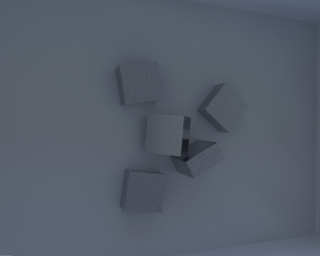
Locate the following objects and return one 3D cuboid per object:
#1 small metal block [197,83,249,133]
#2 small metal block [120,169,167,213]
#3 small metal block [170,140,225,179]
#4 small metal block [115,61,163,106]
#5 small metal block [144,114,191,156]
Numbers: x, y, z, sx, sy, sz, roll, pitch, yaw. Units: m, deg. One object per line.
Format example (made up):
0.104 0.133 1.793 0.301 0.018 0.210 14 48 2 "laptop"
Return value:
0.090 -0.028 0.445 0.050 0.025 0.050 42 77 -16 "small metal block"
-0.022 0.082 0.404 0.050 0.025 0.050 9 87 -20 "small metal block"
0.049 0.040 0.416 0.050 0.050 0.025 -29 102 -18 "small metal block"
-0.027 -0.057 0.401 0.050 0.025 0.050 -10 94 -20 "small metal block"
0.010 0.009 0.400 0.025 0.050 0.050 9 86 -65 "small metal block"
